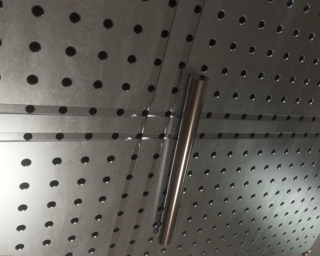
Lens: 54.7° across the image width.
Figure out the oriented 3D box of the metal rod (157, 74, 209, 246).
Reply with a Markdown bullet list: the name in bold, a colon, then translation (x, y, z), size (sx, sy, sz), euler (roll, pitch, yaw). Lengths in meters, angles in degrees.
- **metal rod**: translation (0.029, 0.065, 0.469), size (0.025, 0.025, 0.298), euler (-5, 121, -26)
